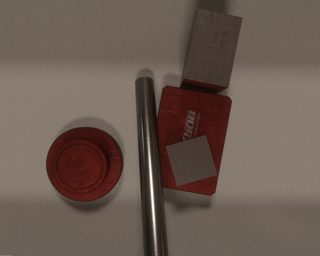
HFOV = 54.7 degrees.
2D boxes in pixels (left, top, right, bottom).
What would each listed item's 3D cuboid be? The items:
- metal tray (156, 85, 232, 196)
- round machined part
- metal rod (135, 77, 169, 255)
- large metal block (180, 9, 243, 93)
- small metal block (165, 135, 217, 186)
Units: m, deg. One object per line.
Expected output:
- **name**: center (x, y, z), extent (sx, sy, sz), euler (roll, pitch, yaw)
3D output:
- **metal tray**: center (0.037, 0.016, 0.409), extent (0.091, 0.030, 0.129), euler (10, 90, -1)
- **round machined part**: center (-0.099, 0.047, 0.402), extent (0.099, 0.042, 0.097), euler (0, 90, -1)
- **metal rod**: center (-0.009, 0.072, 0.346), extent (0.025, 0.025, 0.299), euler (-5, 63, 0)
- **large metal block**: center (0.060, -0.089, 0.385), extent (0.050, 0.080, 0.080), euler (11, 90, 0)
- **small metal block**: center (0.038, 0.039, 0.381), extent (0.050, 0.025, 0.050), euler (-16, 90, -1)
